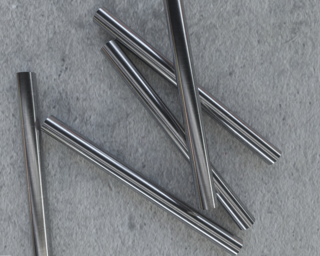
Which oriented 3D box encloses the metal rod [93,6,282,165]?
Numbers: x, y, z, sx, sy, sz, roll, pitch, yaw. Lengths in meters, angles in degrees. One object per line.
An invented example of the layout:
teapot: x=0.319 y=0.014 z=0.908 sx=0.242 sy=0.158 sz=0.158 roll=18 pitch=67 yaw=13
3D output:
metal rod: x=0.036 y=-0.055 z=0.410 sx=0.300 sy=0.025 sz=0.025 roll=39 pitch=90 yaw=-1

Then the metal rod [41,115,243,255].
metal rod: x=-0.023 y=0.076 z=0.409 sx=0.301 sy=0.025 sz=0.025 roll=33 pitch=90 yaw=-1

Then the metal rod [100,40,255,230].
metal rod: x=0.024 y=0.009 z=0.410 sx=0.025 sy=0.025 sz=0.300 roll=-38 pitch=91 yaw=0

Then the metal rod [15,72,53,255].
metal rod: x=-0.163 y=0.077 z=0.407 sx=0.025 sy=0.025 sz=0.298 roll=-5 pitch=90 yaw=-1

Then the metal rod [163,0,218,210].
metal rod: x=0.034 y=-0.049 z=0.384 sx=0.025 sy=0.025 sz=0.298 roll=-10 pitch=90 yaw=0
